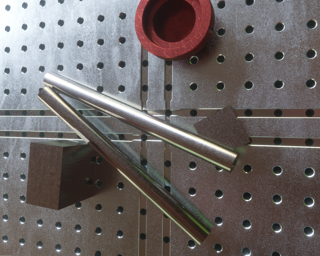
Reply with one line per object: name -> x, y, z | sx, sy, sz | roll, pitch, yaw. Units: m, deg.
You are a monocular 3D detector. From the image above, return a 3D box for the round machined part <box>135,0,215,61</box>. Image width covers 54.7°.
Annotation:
round machined part -> 0.021, -0.134, 0.395 | 0.098, 0.042, 0.097 | 0, 90, 19

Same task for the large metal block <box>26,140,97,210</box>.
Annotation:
large metal block -> -0.133, 0.060, 0.429 | 0.050, 0.080, 0.079 | 6, 92, 20

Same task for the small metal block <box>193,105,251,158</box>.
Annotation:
small metal block -> 0.077, 0.006, 0.385 | 0.050, 0.025, 0.050 | -29, 81, 17

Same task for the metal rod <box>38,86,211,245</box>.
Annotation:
metal rod -> -0.056, 0.044, 0.422 | 0.300, 0.025, 0.025 | 40, 103, 12

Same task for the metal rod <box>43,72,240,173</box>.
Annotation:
metal rod -> -0.041, -0.017, 0.410 | 0.301, 0.025, 0.025 | 24, 98, 23
